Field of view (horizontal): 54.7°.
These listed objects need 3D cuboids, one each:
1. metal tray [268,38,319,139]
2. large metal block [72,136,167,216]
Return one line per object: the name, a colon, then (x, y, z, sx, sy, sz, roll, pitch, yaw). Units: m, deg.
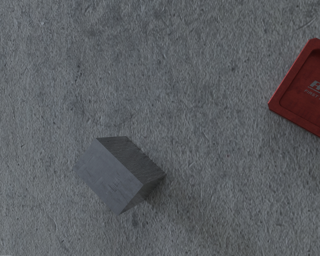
metal tray: (0.198, -0.028, 0.336, 0.130, 0.030, 0.090, 33, 101, 16)
large metal block: (-0.049, 0.056, 0.397, 0.080, 0.080, 0.050, 42, 103, 15)
